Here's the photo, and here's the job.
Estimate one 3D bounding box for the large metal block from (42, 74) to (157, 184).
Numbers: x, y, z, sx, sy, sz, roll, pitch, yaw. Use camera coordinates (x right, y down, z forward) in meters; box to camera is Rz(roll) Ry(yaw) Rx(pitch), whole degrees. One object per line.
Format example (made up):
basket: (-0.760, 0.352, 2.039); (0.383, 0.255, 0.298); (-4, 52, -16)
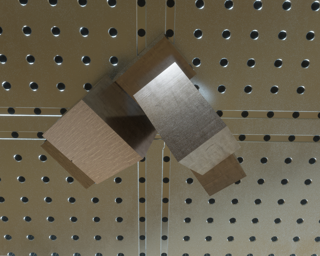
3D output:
large metal block: (-0.062, 0.004, 0.331); (0.080, 0.050, 0.080); (-32, 109, 37)

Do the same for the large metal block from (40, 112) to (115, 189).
large metal block: (-0.090, 0.018, 0.405); (0.080, 0.050, 0.080); (-38, 106, 12)

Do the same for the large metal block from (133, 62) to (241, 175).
large metal block: (0.029, -0.005, 0.307); (0.050, 0.080, 0.080); (-38, 64, 8)

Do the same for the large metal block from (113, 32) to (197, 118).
large metal block: (-0.009, -0.063, 0.359); (0.080, 0.080, 0.050); (-40, 106, 13)

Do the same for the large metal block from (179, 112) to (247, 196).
large metal block: (0.058, 0.024, 0.392); (0.050, 0.080, 0.080); (-32, 107, 11)
